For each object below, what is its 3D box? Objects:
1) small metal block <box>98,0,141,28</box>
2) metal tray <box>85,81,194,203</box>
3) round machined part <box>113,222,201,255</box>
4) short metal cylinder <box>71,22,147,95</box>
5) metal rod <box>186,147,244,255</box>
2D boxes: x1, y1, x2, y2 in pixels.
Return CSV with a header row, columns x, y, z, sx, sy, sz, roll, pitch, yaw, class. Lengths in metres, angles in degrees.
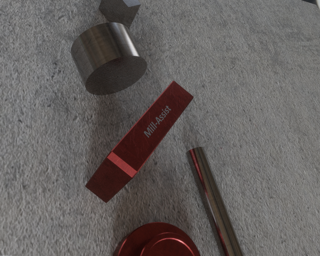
x,y,z,sx,sy,sz,roll,pitch,yaw,class
-0.062,-0.184,0.468,0.025,0.050,0.050,-31,80,-38,small metal block
-0.021,0.014,0.343,0.030,0.090,0.131,40,51,-2,metal tray
0.003,0.143,0.309,0.099,0.042,0.098,14,56,-21,round machined part
-0.063,-0.084,0.387,0.081,0.080,0.050,-15,70,-34,short metal cylinder
0.088,0.162,0.354,0.025,0.025,0.299,-4,64,-30,metal rod
